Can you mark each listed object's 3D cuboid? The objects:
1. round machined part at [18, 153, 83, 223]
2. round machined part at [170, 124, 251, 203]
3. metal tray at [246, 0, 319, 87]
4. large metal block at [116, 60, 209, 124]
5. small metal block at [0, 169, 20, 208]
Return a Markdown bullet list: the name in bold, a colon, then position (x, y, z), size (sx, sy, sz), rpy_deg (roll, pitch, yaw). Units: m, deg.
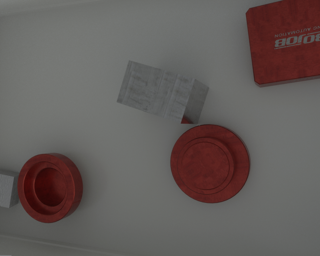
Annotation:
- **round machined part**: position (-0.155, 0.085, 0.454), size (0.098, 0.042, 0.097), rpy_deg (0, 90, 19)
- **round machined part**: position (0.059, 0.044, 0.380), size (0.098, 0.042, 0.097), rpy_deg (0, 90, 19)
- **metal tray**: position (0.169, -0.101, 0.348), size (0.130, 0.030, 0.089), rpy_deg (-7, 88, 19)
- **large metal block**: position (0.007, -0.041, 0.378), size (0.080, 0.080, 0.050), rpy_deg (19, 97, 18)
- **small metal block**: position (-0.252, 0.094, 0.491), size (0.050, 0.025, 0.050), rpy_deg (11, 93, 5)
